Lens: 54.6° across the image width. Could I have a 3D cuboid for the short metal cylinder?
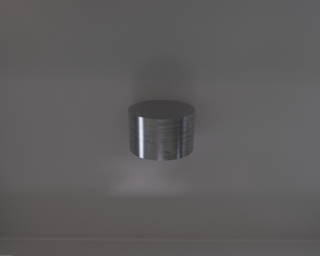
[{"bbox_3d":[0.002,0.000,0.382,0.080,0.080,0.050,0,110,0],"label":"short metal cylinder"}]
